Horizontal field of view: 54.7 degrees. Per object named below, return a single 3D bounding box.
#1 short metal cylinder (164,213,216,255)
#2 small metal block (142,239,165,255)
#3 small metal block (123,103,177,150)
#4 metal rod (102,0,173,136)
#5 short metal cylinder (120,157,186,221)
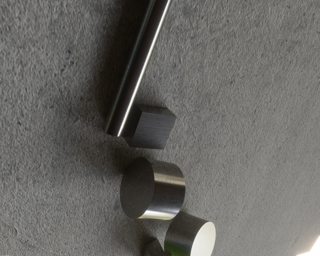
[{"bbox_3d":[0.051,0.188,0.515,0.081,0.050,0.079,-16,111,-50],"label":"short metal cylinder"},{"bbox_3d":[-0.009,0.228,0.528,0.025,0.050,0.050,-5,121,-24],"label":"small metal block"},{"bbox_3d":[-0.013,-0.001,0.400,0.050,0.025,0.050,7,115,-32],"label":"small metal block"},{"bbox_3d":[-0.004,-0.125,0.328,0.025,0.025,0.298,9,114,-33],"label":"metal rod"},{"bbox_3d":[-0.011,0.082,0.418,0.050,0.080,0.080,16,110,-35],"label":"short metal cylinder"}]
